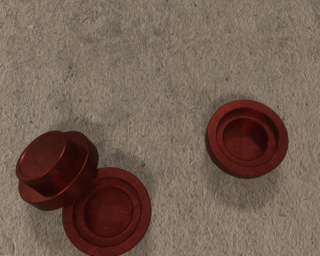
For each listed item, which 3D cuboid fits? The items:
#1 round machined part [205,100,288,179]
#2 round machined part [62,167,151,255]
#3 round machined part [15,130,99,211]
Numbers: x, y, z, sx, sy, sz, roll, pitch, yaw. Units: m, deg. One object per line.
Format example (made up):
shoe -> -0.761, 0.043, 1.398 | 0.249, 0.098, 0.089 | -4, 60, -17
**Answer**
round machined part -> 0.106, 0.017, 0.394 | 0.099, 0.042, 0.098 | 0, 70, -1
round machined part -> -0.059, 0.098, 0.362 | 0.099, 0.042, 0.098 | 0, 70, -1
round machined part -> -0.124, 0.042, 0.358 | 0.098, 0.042, 0.098 | -17, 45, 18
